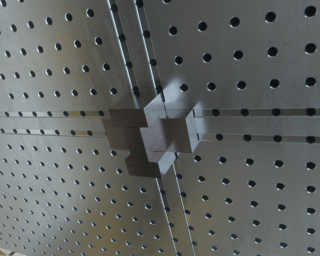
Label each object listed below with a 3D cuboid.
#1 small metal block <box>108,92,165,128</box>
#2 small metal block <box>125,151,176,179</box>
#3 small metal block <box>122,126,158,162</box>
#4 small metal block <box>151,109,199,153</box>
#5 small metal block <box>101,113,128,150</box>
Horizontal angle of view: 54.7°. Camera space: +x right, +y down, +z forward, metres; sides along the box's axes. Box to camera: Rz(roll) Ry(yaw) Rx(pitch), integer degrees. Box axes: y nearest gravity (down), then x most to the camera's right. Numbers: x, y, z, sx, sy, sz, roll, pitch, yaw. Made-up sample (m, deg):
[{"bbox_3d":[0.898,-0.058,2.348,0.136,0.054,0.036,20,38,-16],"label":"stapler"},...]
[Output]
[{"bbox_3d":[-0.028,-0.024,0.393,0.050,0.050,0.025,1,119,27],"label":"small metal block"},{"bbox_3d":[-0.012,0.042,0.426,0.050,0.050,0.025,1,119,27],"label":"small metal block"},{"bbox_3d":[-0.020,0.009,0.409,0.025,0.050,0.050,1,119,27],"label":"small metal block"},{"bbox_3d":[0.019,0.004,0.402,0.050,0.025,0.050,1,119,27],"label":"small metal block"},{"bbox_3d":[-0.048,0.003,0.437,0.050,0.025,0.050,1,119,27],"label":"small metal block"}]
